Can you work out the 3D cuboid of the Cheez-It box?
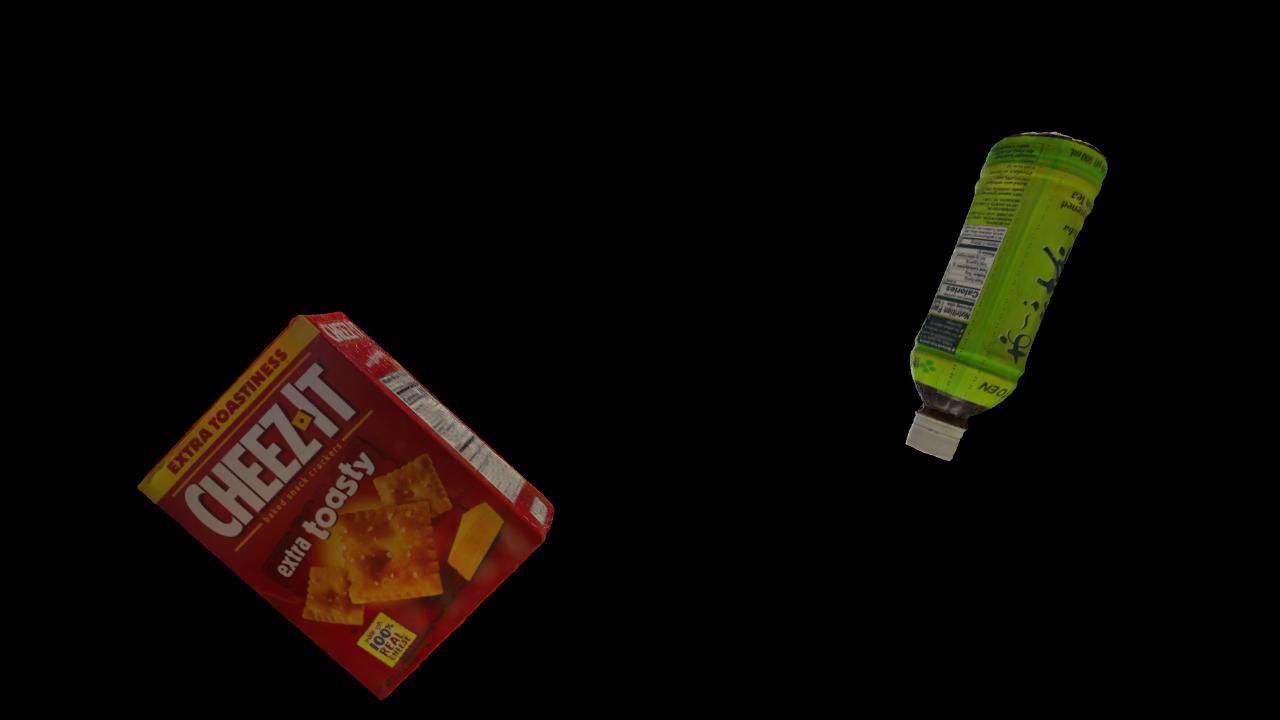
[{"bbox_3d":[-0.198,0.098,0.438,0.166,0.223,0.071,-45,6,2],"label":"Cheez-It box"}]

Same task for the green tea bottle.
[{"bbox_3d":[0.229,-0.036,0.408,0.073,0.212,0.073,21,6,-2],"label":"green tea bottle"}]
